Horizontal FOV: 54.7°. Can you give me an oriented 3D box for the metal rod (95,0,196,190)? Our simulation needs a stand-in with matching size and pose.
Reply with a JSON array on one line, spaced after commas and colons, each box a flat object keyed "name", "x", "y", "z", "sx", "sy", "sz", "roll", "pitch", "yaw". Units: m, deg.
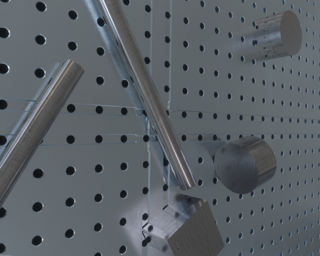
[{"name": "metal rod", "x": -0.017, "y": -0.048, "z": 0.395, "sx": 0.025, "sy": 0.025, "sz": 0.299, "roll": -37, "pitch": 113, "yaw": -34}]

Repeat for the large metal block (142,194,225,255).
[{"name": "large metal block", "x": 0.034, "y": 0.150, "z": 0.422, "sx": 0.081, "sy": 0.050, "sz": 0.080, "roll": -34, "pitch": 112, "yaw": -35}]

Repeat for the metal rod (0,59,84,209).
[{"name": "metal rod", "x": -0.153, "y": 0.061, "z": 0.281, "sx": 0.025, "sy": 0.025, "sz": 0.300, "roll": 39, "pitch": 66, "yaw": -33}]

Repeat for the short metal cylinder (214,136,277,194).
[{"name": "short metal cylinder", "x": 0.133, "y": 0.057, "z": 0.485, "sx": 0.050, "sy": 0.080, "sz": 0.079, "roll": -17, "pitch": 101, "yaw": -39}]

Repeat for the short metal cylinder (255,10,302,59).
[{"name": "short metal cylinder", "x": 0.222, "y": -0.172, "z": 0.579, "sx": 0.081, "sy": 0.050, "sz": 0.079, "roll": 0, "pitch": 90, "yaw": -40}]
